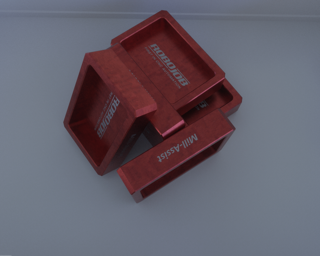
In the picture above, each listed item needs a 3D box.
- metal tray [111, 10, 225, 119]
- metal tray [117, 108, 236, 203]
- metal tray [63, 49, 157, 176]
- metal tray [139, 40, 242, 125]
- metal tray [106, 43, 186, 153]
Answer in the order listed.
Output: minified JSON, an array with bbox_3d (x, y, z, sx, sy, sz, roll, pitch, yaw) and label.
[{"bbox_3d":[0.009,-0.083,0.404,0.090,0.030,0.130,-35,73,-12],"label":"metal tray"},{"bbox_3d":[0.018,0.036,0.361,0.131,0.090,0.030,-31,73,-11],"label":"metal tray"},{"bbox_3d":[-0.064,-0.014,0.358,0.030,0.129,0.090,-25,69,-41],"label":"metal tray"},{"bbox_3d":[0.037,-0.058,0.428,0.090,0.030,0.130,-33,73,-10],"label":"metal tray"},{"bbox_3d":[-0.023,-0.031,0.384,0.030,0.090,0.130,-35,74,-12],"label":"metal tray"}]
